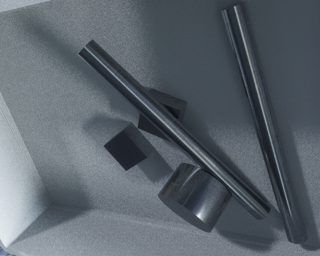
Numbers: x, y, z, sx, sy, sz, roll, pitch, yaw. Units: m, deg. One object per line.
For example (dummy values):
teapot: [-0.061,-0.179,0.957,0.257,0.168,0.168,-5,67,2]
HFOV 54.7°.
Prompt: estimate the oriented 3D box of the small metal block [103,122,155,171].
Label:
small metal block: [-0.045,0.028,0.448,0.050,0.025,0.050,49,128,-7]

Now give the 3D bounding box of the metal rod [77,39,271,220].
metal rod: [0.027,0.012,0.371,0.300,0.025,0.025,42,130,-14]

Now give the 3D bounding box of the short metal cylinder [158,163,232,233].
short metal cylinder: [0.045,0.090,0.401,0.080,0.050,0.080,33,160,14]

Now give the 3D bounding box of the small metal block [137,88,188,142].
small metal block: [0.002,-0.016,0.396,0.050,0.025,0.050,23,127,14]

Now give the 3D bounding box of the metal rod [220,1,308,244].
metal rod: [0.124,0.012,0.350,0.025,0.025,0.299,-10,114,32]
